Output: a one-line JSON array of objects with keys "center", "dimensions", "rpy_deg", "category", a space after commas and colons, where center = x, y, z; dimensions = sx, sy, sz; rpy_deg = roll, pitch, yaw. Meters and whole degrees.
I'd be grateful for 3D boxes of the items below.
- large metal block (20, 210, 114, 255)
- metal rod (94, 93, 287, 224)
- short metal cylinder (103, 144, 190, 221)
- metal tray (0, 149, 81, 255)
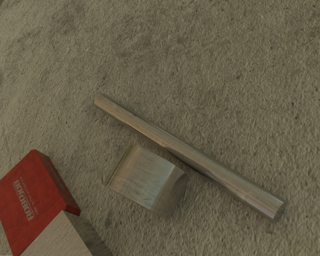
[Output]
[{"center": [-0.104, 0.155, 0.348], "dimensions": [0.080, 0.050, 0.080], "rpy_deg": [-48, 51, -6], "category": "large metal block"}, {"center": [0.012, 0.019, 0.385], "dimensions": [0.300, 0.025, 0.025], "rpy_deg": [31, 79, 37], "category": "metal rod"}, {"center": [-0.015, 0.059, 0.340], "dimensions": [0.080, 0.080, 0.050], "rpy_deg": [18, 72, 35], "category": "short metal cylinder"}, {"center": [-0.177, 0.101, 0.431], "dimensions": [0.090, 0.030, 0.130], "rpy_deg": [-45, 51, -3], "category": "metal tray"}]
